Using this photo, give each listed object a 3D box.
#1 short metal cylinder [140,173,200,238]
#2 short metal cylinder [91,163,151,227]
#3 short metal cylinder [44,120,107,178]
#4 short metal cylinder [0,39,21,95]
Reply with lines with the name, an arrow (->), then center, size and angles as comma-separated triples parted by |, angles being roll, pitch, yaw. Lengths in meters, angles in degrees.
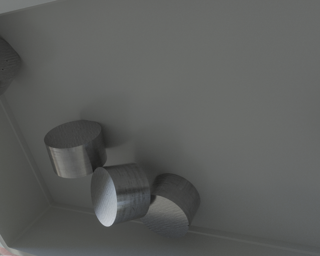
short metal cylinder -> 0.013, 0.114, 0.456 | 0.080, 0.050, 0.079 | 13, 124, 21
short metal cylinder -> -0.057, 0.091, 0.433 | 0.080, 0.050, 0.079 | 7, 98, 53
short metal cylinder -> -0.122, 0.029, 0.456 | 0.080, 0.080, 0.050 | 8, 122, 24
short metal cylinder -> -0.254, -0.090, 0.452 | 0.050, 0.080, 0.080 | -34, 99, 38
